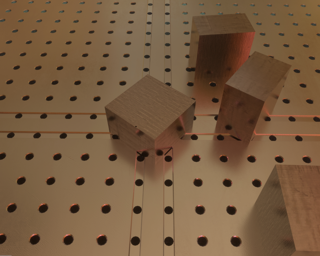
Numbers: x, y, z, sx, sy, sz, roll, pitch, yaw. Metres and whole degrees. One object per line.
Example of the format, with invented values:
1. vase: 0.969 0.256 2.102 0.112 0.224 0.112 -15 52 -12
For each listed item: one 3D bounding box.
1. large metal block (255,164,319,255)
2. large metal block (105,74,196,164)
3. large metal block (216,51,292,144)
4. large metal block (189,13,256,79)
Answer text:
1. large metal block: 0.133 0.091 0.297 0.050 0.080 0.080 2 50 1
2. large metal block: -0.011 -0.014 0.403 0.080 0.050 0.080 32 57 24
3. large metal block: 0.121 -0.040 0.407 0.050 0.080 0.080 30 56 22
4. large metal block: 0.091 -0.125 0.479 0.081 0.080 0.050 -5 51 -5
